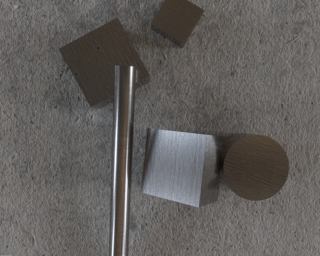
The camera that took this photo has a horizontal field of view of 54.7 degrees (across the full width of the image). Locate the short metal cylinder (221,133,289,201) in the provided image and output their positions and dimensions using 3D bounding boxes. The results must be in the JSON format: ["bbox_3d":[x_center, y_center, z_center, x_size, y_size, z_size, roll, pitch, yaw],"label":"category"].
[{"bbox_3d":[0.114,0.047,0.397,0.081,0.050,0.080,0,91,-3],"label":"short metal cylinder"}]

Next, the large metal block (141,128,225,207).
[{"bbox_3d":[0.028,0.045,0.380,0.080,0.050,0.080,6,90,34],"label":"large metal block"}]

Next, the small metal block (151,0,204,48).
[{"bbox_3d":[0.023,-0.143,0.410,0.050,0.025,0.050,30,90,0],"label":"small metal block"}]

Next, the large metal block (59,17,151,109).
[{"bbox_3d":[-0.067,-0.079,0.397,0.080,0.050,0.080,-29,90,0],"label":"large metal block"}]

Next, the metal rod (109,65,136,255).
[{"bbox_3d":[-0.048,0.075,0.382,0.025,0.025,0.298,3,101,0],"label":"metal rod"}]
